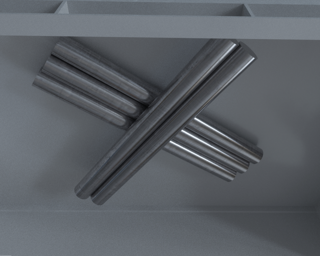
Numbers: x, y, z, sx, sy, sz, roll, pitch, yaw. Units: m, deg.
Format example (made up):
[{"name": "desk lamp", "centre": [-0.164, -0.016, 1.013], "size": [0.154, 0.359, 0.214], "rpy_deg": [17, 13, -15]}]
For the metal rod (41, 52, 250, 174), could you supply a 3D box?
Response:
[{"name": "metal rod", "centre": [-0.002, -0.009, 0.399], "size": [0.301, 0.025, 0.025], "rpy_deg": [28, 125, -22]}]

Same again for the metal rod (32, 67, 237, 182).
[{"name": "metal rod", "centre": [-0.017, 0.005, 0.411], "size": [0.301, 0.025, 0.025], "rpy_deg": [28, 125, -22]}]

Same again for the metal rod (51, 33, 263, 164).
[{"name": "metal rod", "centre": [0.014, -0.025, 0.386], "size": [0.301, 0.025, 0.025], "rpy_deg": [28, 125, -22]}]

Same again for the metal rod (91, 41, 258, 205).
[{"name": "metal rod", "centre": [-0.002, 0.013, 0.385], "size": [0.025, 0.025, 0.299], "rpy_deg": [30, 124, -23]}]

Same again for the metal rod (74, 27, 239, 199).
[{"name": "metal rod", "centre": [-0.023, 0.002, 0.376], "size": [0.025, 0.025, 0.299], "rpy_deg": [30, 124, -23]}]
